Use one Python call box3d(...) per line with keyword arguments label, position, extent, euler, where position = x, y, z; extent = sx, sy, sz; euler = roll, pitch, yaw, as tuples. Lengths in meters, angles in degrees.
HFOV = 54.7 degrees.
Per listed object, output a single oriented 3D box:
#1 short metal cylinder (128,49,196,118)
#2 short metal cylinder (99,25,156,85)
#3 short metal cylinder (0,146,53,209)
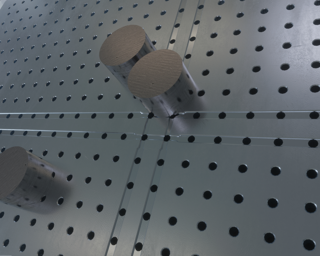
box3d(label="short metal cylinder", position=(0.003, -0.061, 0.428), extent=(0.080, 0.050, 0.080), euler=(-13, 56, 21))
box3d(label="short metal cylinder", position=(-0.047, -0.114, 0.487), extent=(0.080, 0.050, 0.080), euler=(-13, 56, 21))
box3d(label="short metal cylinder", position=(-0.207, 0.074, 0.456), extent=(0.080, 0.050, 0.080), euler=(-13, 56, 21))
